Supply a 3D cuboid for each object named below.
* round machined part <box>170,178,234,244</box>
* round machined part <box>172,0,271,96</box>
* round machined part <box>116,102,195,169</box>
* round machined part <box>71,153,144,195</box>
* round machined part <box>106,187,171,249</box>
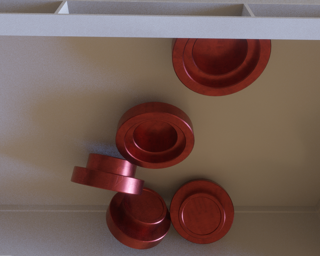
[{"bbox_3d":[0.064,0.129,0.473,0.098,0.042,0.097,0,89,7],"label":"round machined part"},{"bbox_3d":[0.061,-0.085,0.326,0.099,0.042,0.097,0,130,0],"label":"round machined part"},{"bbox_3d":[-0.006,0.005,0.402,0.099,0.042,0.097,0,130,0],"label":"round machined part"},{"bbox_3d":[-0.069,0.063,0.429,0.099,0.042,0.098,11,169,2],"label":"round machined part"},{"bbox_3d":[-0.028,0.128,0.470,0.099,0.098,0.042,16,124,-14],"label":"round machined part"}]
